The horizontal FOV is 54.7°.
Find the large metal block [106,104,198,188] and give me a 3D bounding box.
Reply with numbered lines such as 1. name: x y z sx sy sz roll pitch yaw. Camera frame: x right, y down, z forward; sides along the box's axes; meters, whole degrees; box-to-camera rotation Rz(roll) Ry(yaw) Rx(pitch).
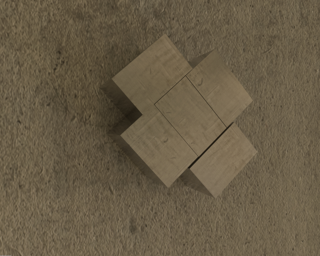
1. large metal block: -0.013 0.020 0.378 0.050 0.080 0.080 -44 104 -15

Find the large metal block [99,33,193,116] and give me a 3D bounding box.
1. large metal block: -0.020 -0.060 0.375 0.080 0.080 0.050 -44 104 -15

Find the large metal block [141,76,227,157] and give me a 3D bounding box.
1. large metal block: 0.023 -0.013 0.391 0.050 0.080 0.080 -44 104 -15

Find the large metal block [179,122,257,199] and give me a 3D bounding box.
1. large metal block: 0.064 0.038 0.406 0.080 0.080 0.050 -44 104 -15

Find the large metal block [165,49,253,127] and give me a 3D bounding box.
1. large metal block: 0.058 -0.047 0.404 0.050 0.080 0.080 -44 104 -15
